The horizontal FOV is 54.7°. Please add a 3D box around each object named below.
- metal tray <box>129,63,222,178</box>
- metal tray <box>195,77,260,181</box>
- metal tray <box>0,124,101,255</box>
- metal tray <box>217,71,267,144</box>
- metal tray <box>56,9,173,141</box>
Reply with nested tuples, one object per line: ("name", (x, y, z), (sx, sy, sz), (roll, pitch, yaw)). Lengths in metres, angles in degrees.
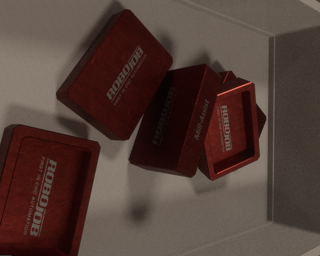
("metal tray", (0.018, -0.010, 0.380), (0.030, 0.090, 0.130), (29, 72, -37))
("metal tray", (0.095, 0.003, 0.446), (0.091, 0.030, 0.129), (-22, 119, -15))
("metal tray", (-0.117, 0.068, 0.306), (0.091, 0.030, 0.129), (17, 79, -39))
("metal tray", (0.120, -0.019, 0.507), (0.130, 0.030, 0.090), (42, 64, -32))
("metal tray", (-0.047, -0.061, 0.365), (0.090, 0.030, 0.130), (42, 64, -32))
